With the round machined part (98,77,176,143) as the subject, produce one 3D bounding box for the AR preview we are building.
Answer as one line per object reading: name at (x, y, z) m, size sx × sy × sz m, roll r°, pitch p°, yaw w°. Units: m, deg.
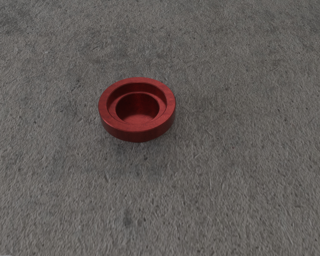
round machined part at (-0.029, -0.019, 0.409) m, size 0.099 × 0.042 × 0.098 m, roll 0°, pitch 50°, yaw 0°
